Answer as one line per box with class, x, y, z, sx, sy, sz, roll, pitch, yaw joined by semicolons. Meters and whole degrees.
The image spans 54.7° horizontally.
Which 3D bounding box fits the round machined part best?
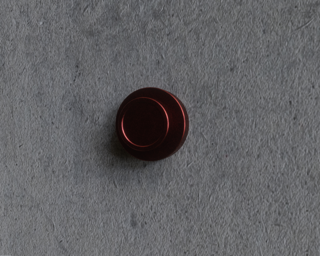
round machined part;-0.015;-0.005;0.405;0.098;0.042;0.097;0;90;19
